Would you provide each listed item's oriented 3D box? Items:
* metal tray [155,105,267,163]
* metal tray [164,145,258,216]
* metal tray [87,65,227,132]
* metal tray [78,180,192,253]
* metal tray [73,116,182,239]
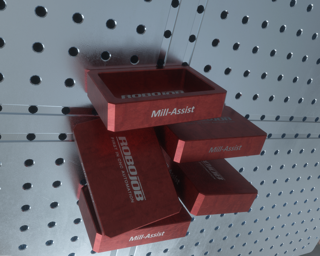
[{"bbox_3d":[0.059,0.003,0.402,0.131,0.090,0.030,-2,120,-27],"label":"metal tray"},{"bbox_3d":[0.051,0.057,0.405,0.091,0.130,0.030,5,115,-31],"label":"metal tray"},{"bbox_3d":[-0.005,-0.038,0.341,0.131,0.090,0.030,-8,122,-24],"label":"metal tray"},{"bbox_3d":[-0.034,0.112,0.418,0.131,0.090,0.030,1,118,-29],"label":"metal tray"},{"bbox_3d":[-0.040,0.049,0.361,0.091,0.130,0.030,-15,168,-20],"label":"metal tray"}]
